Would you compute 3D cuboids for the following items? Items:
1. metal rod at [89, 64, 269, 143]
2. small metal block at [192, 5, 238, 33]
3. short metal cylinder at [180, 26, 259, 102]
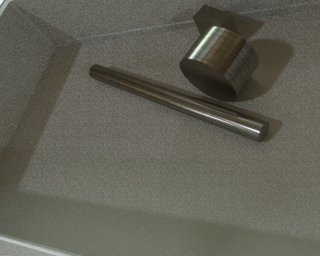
[{"bbox_3d":[0.003,-0.045,0.429,0.300,0.025,0.025,24,75,36],"label":"metal rod"},{"bbox_3d":[0.079,-0.138,0.432,0.025,0.050,0.050,-48,52,-5],"label":"small metal block"},{"bbox_3d":[0.071,-0.076,0.379,0.080,0.080,0.050,28,77,37],"label":"short metal cylinder"}]
